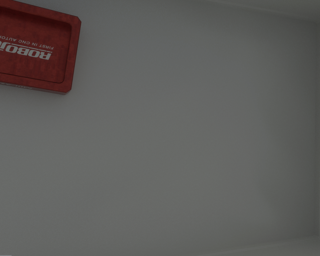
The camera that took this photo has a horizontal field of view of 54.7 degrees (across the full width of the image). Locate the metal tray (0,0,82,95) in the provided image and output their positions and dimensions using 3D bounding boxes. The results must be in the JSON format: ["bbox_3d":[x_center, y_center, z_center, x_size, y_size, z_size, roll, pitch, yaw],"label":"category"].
[{"bbox_3d":[-0.162,-0.093,0.347,0.131,0.030,0.089,8,87,-20],"label":"metal tray"}]
